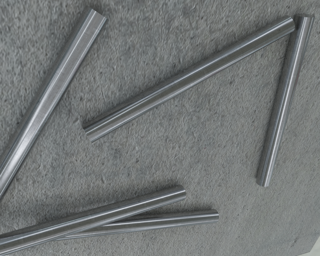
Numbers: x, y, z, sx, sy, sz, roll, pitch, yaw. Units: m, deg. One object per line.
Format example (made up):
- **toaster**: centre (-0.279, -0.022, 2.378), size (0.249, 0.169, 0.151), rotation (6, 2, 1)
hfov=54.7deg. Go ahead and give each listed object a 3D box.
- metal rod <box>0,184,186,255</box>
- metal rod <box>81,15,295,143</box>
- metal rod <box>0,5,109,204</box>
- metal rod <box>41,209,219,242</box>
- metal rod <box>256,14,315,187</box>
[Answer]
- **metal rod**: centre (-0.095, 0.122, 0.414), size (0.303, 0.025, 0.025), rotation (-9, 123, -30)
- **metal rod**: centre (0.043, -0.066, 0.390), size (0.301, 0.025, 0.025), rotation (-30, 129, -10)
- **metal rod**: centre (-0.143, 0.008, 0.333), size (0.025, 0.025, 0.299), rotation (25, 104, -37)
- **metal rod**: centre (-0.030, 0.148, 0.483), size (0.302, 0.025, 0.025), rotation (5, 116, -31)
- **metal rod**: centre (0.195, -0.026, 0.499), size (0.025, 0.025, 0.298), rotation (-13, 124, -22)
